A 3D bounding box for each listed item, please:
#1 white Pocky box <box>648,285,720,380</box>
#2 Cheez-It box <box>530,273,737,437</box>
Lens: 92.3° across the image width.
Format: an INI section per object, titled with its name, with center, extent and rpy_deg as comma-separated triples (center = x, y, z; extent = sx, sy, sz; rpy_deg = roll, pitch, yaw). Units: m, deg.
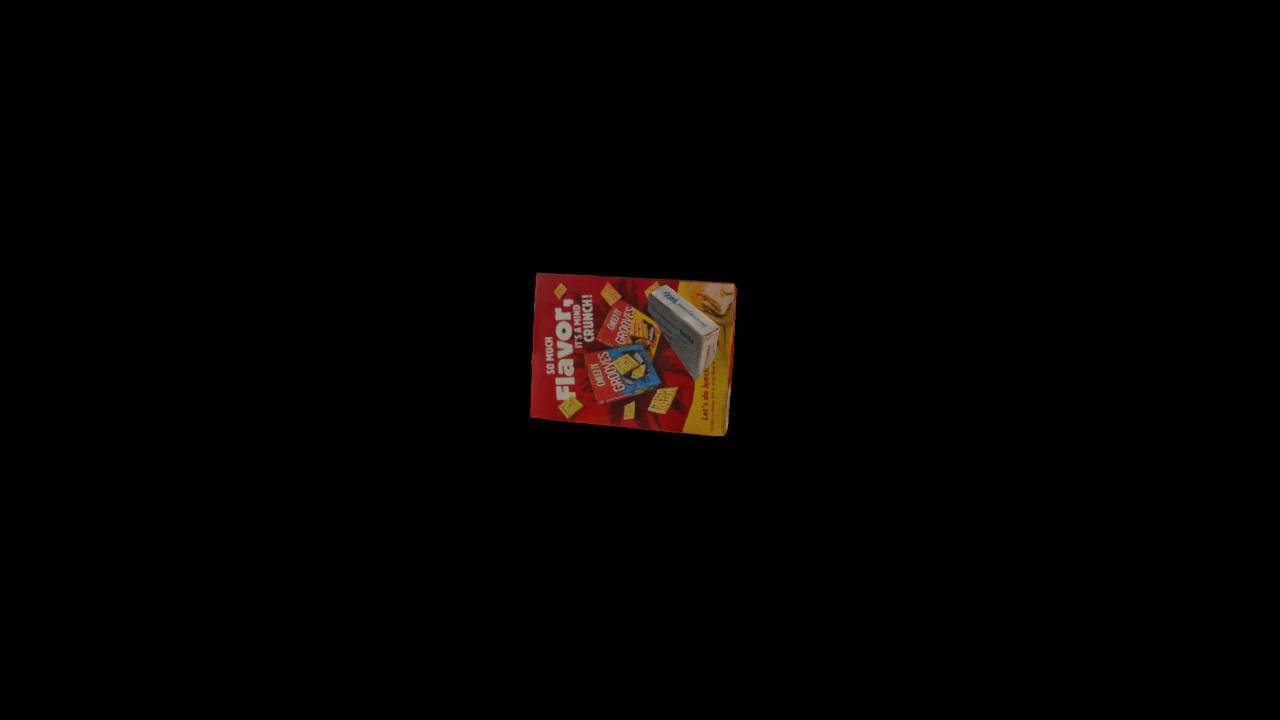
[white Pocky box]
center = 0.041, -0.001, 0.676
extent = 0.028, 0.154, 0.084
rpy_deg = -32, 57, -27
[Cheez-It box]
center = -0.007, -0.009, 0.691
extent = 0.223, 0.166, 0.071
rpy_deg = 4, 4, 10
